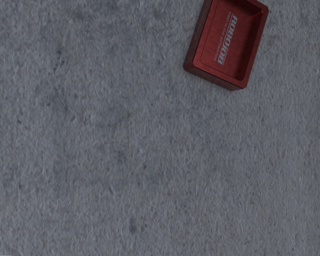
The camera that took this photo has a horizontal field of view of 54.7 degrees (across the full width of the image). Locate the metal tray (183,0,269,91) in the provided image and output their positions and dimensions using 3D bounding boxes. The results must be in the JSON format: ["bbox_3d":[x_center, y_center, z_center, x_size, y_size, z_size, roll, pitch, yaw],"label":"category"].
[{"bbox_3d":[0.096,-0.129,0.442,0.091,0.030,0.129,20,83,-19],"label":"metal tray"}]
